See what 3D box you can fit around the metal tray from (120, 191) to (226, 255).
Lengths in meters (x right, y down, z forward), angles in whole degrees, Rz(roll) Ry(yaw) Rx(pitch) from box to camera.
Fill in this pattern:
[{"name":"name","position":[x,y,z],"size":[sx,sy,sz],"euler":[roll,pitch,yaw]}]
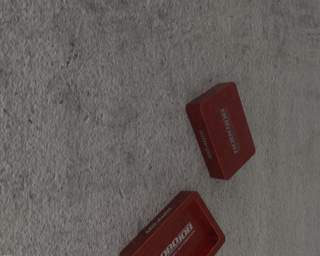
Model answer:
[{"name":"metal tray","position":[0.022,0.157,0.408],"size":[0.131,0.030,0.090],"euler":[-38,102,-33]}]

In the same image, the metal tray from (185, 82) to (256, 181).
[{"name":"metal tray","position":[0.098,0.004,0.483],"size":[0.091,0.030,0.129],"euler":[-34,111,-35]}]
